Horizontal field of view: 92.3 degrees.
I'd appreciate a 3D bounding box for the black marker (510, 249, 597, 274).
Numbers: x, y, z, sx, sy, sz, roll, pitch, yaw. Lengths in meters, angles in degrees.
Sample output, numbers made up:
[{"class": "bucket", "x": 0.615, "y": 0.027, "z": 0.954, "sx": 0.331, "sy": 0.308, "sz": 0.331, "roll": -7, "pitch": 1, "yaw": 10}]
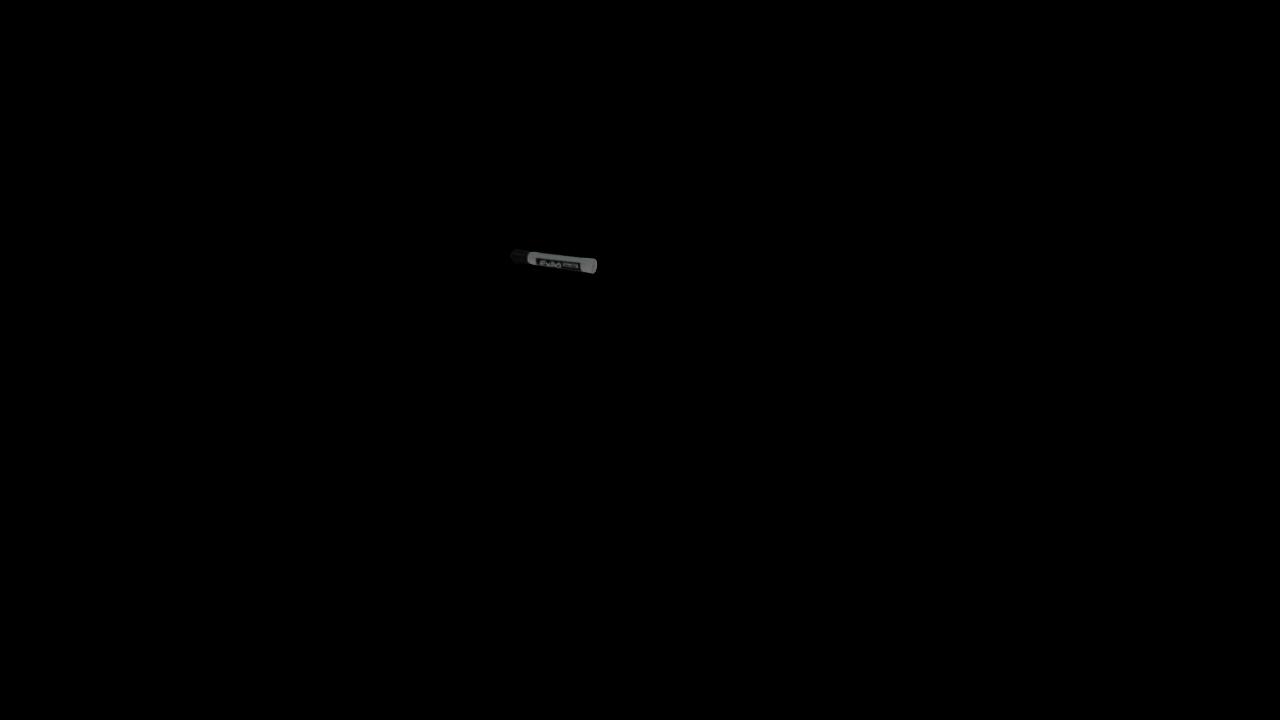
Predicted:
[{"class": "black marker", "x": -0.113, "y": -0.128, "z": 0.791, "sx": 0.121, "sy": 0.020, "sz": 0.020, "roll": 11, "pitch": 4, "yaw": 20}]
